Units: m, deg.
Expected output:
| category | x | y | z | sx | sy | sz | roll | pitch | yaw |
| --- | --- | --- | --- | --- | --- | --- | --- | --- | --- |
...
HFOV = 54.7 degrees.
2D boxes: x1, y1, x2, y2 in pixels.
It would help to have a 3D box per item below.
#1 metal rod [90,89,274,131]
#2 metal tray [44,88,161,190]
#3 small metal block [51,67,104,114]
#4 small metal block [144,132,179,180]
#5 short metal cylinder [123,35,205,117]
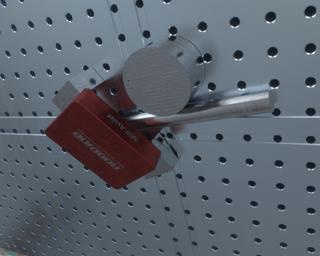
| category | x | y | z | sx | sy | sz | roll | pitch | yaw |
| --- | --- | --- | --- | --- | --- | --- | --- | --- | --- |
| metal rod | -0.008 | -0.011 | 0.407 | 0.300 | 0.025 | 0.025 | -8 | 115 | 31 |
| metal tray | -0.075 | 0.020 | 0.408 | 0.130 | 0.030 | 0.090 | 42 | 130 | -16 |
| small metal block | -0.111 | -0.051 | 0.420 | 0.025 | 0.050 | 0.050 | 49 | 128 | -7 |
| small metal block | -0.010 | 0.040 | 0.439 | 0.050 | 0.025 | 0.050 | -26 | 105 | 36 |
| short metal cylinder | 0.005 | -0.060 | 0.353 | 0.080 | 0.050 | 0.079 | 13 | 124 | 20 |
